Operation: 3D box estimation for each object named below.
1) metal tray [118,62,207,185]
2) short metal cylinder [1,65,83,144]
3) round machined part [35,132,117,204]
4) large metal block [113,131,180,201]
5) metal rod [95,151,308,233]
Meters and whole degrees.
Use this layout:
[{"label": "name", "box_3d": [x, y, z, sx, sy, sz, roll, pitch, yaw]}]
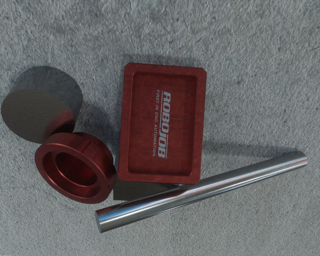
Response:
[{"label": "metal tray", "box_3d": [0.002, -0.004, 0.352, 0.091, 0.030, 0.129, 4, 90, -4]}, {"label": "short metal cylinder", "box_3d": [-0.137, -0.027, 0.368, 0.081, 0.050, 0.079, 0, 130, 0]}, {"label": "round machined part", "box_3d": [-0.096, 0.043, 0.375, 0.098, 0.042, 0.097, 12, 131, 15]}, {"label": "large metal block", "box_3d": [-0.018, 0.051, 0.415, 0.081, 0.080, 0.050, 4, 130, -4]}, {"label": "metal rod", "box_3d": [0.069, 0.074, 0.396, 0.303, 0.025, 0.025, -12, 134, -23]}]
